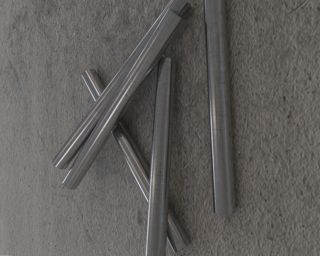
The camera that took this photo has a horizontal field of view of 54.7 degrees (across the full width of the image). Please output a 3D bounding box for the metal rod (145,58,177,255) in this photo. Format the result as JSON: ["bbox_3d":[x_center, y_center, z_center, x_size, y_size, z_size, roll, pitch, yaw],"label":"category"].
[{"bbox_3d":[0.000,0.062,0.380,0.025,0.025,0.298,-2,81,40],"label":"metal rod"}]

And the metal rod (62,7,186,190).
[{"bbox_3d":[-0.060,-0.023,0.421,0.025,0.025,0.298,50,118,28],"label":"metal rod"}]

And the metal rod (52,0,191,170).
[{"bbox_3d":[-0.063,-0.052,0.431,0.299,0.025,0.025,-49,61,19],"label":"metal rod"}]

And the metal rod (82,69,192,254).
[{"bbox_3d":[-0.043,0.031,0.440,0.025,0.025,0.299,-46,63,30],"label":"metal rod"}]

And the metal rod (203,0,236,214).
[{"bbox_3d":[0.066,-0.056,0.350,0.025,0.025,0.298,-4,87,40],"label":"metal rod"}]
